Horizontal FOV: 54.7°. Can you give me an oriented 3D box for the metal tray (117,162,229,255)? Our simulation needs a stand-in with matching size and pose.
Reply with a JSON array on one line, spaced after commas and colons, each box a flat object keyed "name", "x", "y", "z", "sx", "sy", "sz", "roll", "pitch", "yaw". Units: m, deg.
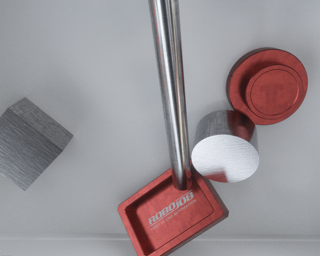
[{"name": "metal tray", "x": 0.014, "y": 0.112, "z": 0.421, "sx": 0.130, "sy": 0.030, "sz": 0.090, "roll": -37, "pitch": 62, "yaw": 12}]

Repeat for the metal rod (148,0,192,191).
[{"name": "metal rod", "x": 0.013, "y": -0.038, "z": 0.315, "sx": 0.025, "sy": 0.025, "sz": 0.298, "roll": -7, "pitch": 131, "yaw": 2}]

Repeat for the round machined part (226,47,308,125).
[{"name": "round machined part", "x": 0.136, "y": -0.049, "z": 0.386, "sx": 0.099, "sy": 0.042, "sz": 0.097, "roll": 0, "pitch": 110, "yaw": -1}]

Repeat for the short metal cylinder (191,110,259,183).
[{"name": "short metal cylinder", "x": 0.083, "y": 0.024, "z": 0.394, "sx": 0.080, "sy": 0.050, "sz": 0.079, "roll": 7, "pitch": 129, "yaw": 9}]

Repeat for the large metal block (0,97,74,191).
[{"name": "large metal block", "x": -0.176, "y": 0.020, "z": 0.403, "sx": 0.080, "sy": 0.050, "sz": 0.080, "roll": 42, "pitch": 105, "yaw": -14}]
